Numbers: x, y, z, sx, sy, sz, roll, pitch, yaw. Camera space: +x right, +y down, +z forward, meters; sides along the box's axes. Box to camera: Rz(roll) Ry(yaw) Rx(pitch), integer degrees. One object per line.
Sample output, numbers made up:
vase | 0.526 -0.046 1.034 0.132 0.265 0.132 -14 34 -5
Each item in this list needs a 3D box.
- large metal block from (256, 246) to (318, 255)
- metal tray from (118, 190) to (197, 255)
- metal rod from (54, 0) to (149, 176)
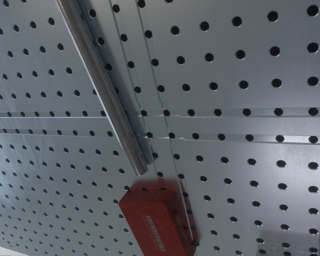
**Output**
large metal block | 0.181 0.220 0.436 0.080 0.050 0.080 -4 117 30
metal tray | -0.003 0.163 0.511 0.090 0.030 0.129 -8 115 31
metal rod | -0.079 -0.065 0.412 0.025 0.025 0.299 -8 115 31
